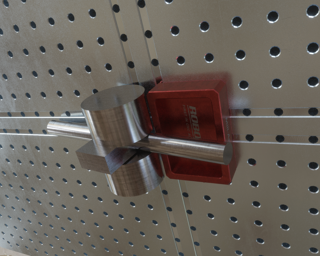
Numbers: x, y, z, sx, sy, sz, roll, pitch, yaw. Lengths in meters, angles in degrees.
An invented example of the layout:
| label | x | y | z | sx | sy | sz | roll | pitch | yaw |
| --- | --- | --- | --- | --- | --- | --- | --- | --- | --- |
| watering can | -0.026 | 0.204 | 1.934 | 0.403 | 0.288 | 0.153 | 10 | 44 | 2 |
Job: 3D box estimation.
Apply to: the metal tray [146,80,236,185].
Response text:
| label | x | y | z | sx | sy | sz | roll | pitch | yaw |
| --- | --- | --- | --- | --- | --- | --- | --- | --- | --- |
| metal tray | 0.042 | 0.007 | 0.390 | 0.090 | 0.030 | 0.129 | 1 | 119 | 27 |

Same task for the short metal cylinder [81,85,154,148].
| label | x | y | z | sx | sy | sz | roll | pitch | yaw |
| --- | --- | --- | --- | --- | --- | --- | --- | --- | --- |
| short metal cylinder | -0.053 | -0.017 | 0.391 | 0.080 | 0.080 | 0.050 | 1 | 119 | 28 |

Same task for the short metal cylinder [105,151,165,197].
| label | x | y | z | sx | sy | sz | roll | pitch | yaw |
| --- | --- | --- | --- | --- | --- | --- | --- | --- | --- |
| short metal cylinder | -0.038 | 0.049 | 0.425 | 0.080 | 0.080 | 0.050 | 2 | 119 | 27 |

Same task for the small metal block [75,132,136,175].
| label | x | y | z | sx | sy | sz | roll | pitch | yaw |
| --- | --- | --- | --- | --- | --- | --- | --- | --- | --- |
| small metal block | -0.067 | 0.030 | 0.387 | 0.050 | 0.050 | 0.025 | 6 | 121 | 35 |

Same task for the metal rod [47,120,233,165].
| label | x | y | z | sx | sy | sz | roll | pitch | yaw |
| --- | --- | --- | --- | --- | --- | --- | --- | --- | --- |
| metal rod | -0.050 | 0.013 | 0.416 | 0.300 | 0.025 | 0.025 | 7 | 122 | 35 |
